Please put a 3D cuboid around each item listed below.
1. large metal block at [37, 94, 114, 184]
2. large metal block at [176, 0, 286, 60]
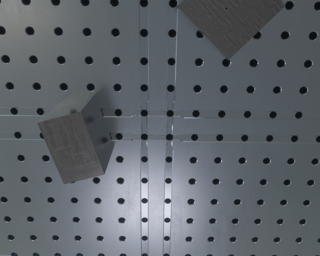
[{"bbox_3d":[-0.099,0.010,0.387,0.050,0.080,0.080,-14,110,5],"label":"large metal block"},{"bbox_3d":[0.076,-0.137,0.350,0.080,0.050,0.080,42,105,-14],"label":"large metal block"}]
